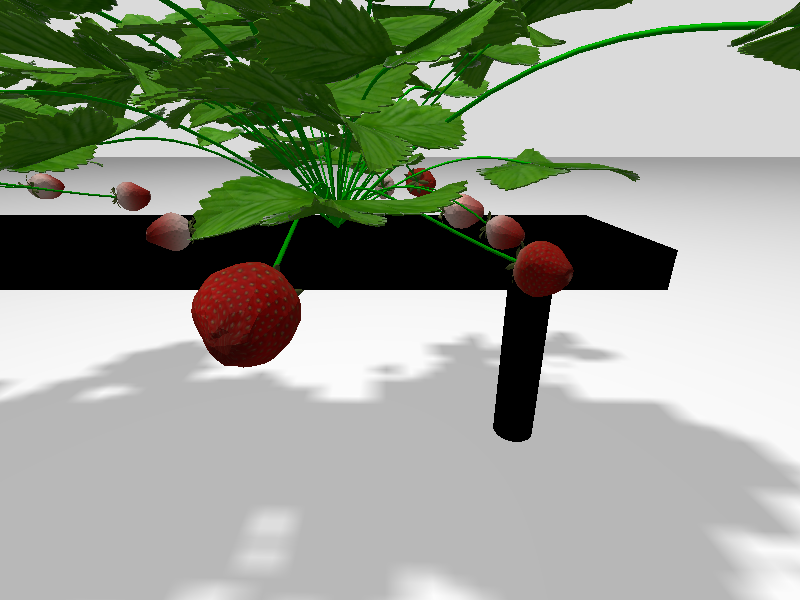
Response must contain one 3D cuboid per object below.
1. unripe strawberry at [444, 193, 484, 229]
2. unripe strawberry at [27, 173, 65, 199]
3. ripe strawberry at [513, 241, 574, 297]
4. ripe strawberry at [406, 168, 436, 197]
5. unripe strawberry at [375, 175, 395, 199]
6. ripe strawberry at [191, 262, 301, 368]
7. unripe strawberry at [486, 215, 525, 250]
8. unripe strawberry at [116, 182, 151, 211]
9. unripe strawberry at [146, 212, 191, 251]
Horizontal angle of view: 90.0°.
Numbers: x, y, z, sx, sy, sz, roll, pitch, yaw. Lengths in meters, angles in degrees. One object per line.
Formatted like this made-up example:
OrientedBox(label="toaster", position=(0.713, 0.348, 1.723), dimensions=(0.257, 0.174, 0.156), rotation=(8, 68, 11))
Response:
OrientedBox(label="unripe strawberry", position=(0.053, -0.074, 0.335), dimensions=(0.033, 0.029, 0.033), rotation=(3, 21, 5))
OrientedBox(label="unripe strawberry", position=(-0.455, -0.147, 0.516), dimensions=(0.037, 0.032, 0.037), rotation=(6, 21, 14))
OrientedBox(label="ripe strawberry", position=(0.068, -0.014, 0.188), dimensions=(0.025, 0.026, 0.027), rotation=(-15, 26, -33))
OrientedBox(label="ripe strawberry", position=(0.029, -0.157, 0.538), dimensions=(0.042, 0.037, 0.038), rotation=(8, 13, 20))
OrientedBox(label="unripe strawberry", position=(-0.019, -0.148, 0.524), dimensions=(0.026, 0.030, 0.029), rotation=(4, 14, 10))
OrientedBox(label="ripe strawberry", position=(-0.049, 0.006, 0.125), dimensions=(0.033, 0.035, 0.036), rotation=(-1, 22, -1))
OrientedBox(label="unripe strawberry", position=(0.071, -0.045, 0.268), dimensions=(0.026, 0.022, 0.026), rotation=(27, 31, 25))
OrientedBox(label="unripe strawberry", position=(-0.291, -0.114, 0.440), dimensions=(0.032, 0.031, 0.030), rotation=(-9, 23, -24))
OrientedBox(label="unripe strawberry", position=(-0.156, -0.045, 0.269), dimensions=(0.027, 0.026, 0.025), rotation=(-17, 27, -36))
